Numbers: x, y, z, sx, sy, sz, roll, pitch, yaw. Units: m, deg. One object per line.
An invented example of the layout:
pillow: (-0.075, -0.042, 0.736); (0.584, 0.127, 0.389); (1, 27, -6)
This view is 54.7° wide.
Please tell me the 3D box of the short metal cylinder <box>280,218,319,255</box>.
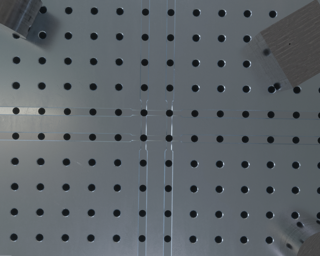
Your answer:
short metal cylinder: (0.206, 0.165, 0.403); (0.081, 0.050, 0.079); (0, 90, 0)

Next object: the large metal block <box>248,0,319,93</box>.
large metal block: (0.177, -0.103, 0.402); (0.080, 0.050, 0.080); (-30, 90, 0)

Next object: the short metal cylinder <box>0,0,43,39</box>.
short metal cylinder: (-0.196, -0.153, 0.384); (0.080, 0.080, 0.050); (25, 90, 0)
